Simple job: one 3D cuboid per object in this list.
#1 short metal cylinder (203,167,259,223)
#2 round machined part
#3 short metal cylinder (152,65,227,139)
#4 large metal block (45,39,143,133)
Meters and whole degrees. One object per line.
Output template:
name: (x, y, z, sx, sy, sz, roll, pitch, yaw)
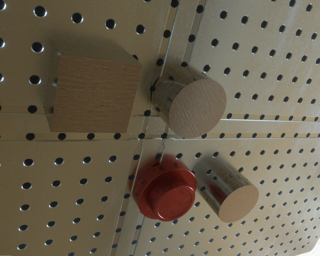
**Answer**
short metal cylinder: (0.121, 0.115, 0.532, 0.081, 0.050, 0.079, -14, 124, -21)
round machined part: (0.014, 0.103, 0.471, 0.099, 0.042, 0.097, -14, 124, -21)
short metal cylinder: (0.036, -0.034, 0.394, 0.081, 0.050, 0.079, -14, 124, -21)
large metal block: (-0.073, -0.042, 0.329, 0.081, 0.050, 0.079, 2, 118, -29)
